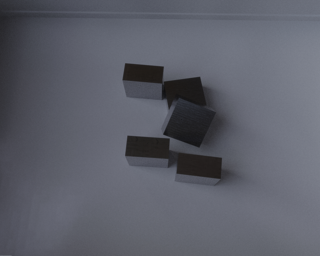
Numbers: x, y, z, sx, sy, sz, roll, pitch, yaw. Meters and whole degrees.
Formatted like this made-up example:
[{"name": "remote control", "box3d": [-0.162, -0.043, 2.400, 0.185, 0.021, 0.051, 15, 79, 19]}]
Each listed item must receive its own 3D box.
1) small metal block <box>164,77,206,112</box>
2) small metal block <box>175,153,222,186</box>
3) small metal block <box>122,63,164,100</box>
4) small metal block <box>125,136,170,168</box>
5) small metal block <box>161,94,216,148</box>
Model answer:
[{"name": "small metal block", "box3d": [0.034, -0.039, 0.424, 0.050, 0.025, 0.050, -8, 70, -3]}, {"name": "small metal block", "box3d": [0.045, 0.051, 0.378, 0.050, 0.050, 0.025, 7, 70, 2]}, {"name": "small metal block", "box3d": [-0.021, -0.061, 0.419, 0.050, 0.050, 0.025, 5, 70, 2]}, {"name": "small metal block", "box3d": [-0.014, 0.031, 0.385, 0.050, 0.050, 0.025, 4, 70, 1]}, {"name": "small metal block", "box3d": [0.035, -0.009, 0.394, 0.050, 0.025, 0.050, 20, 104, -12]}]
